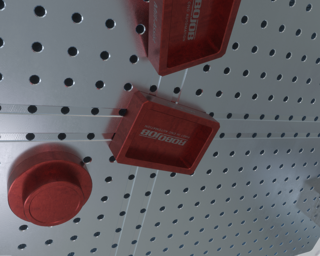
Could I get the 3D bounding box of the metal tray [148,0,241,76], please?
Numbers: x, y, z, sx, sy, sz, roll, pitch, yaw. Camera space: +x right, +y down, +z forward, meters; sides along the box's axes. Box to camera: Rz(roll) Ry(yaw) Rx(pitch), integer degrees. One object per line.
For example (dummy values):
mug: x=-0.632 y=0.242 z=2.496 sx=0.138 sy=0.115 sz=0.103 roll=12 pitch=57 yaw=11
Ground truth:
metal tray: x=0.036 y=-0.119 z=0.321 sx=0.091 sy=0.030 sz=0.129 roll=-21 pitch=150 yaw=-16

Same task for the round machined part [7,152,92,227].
round machined part: x=-0.131 y=0.081 z=0.378 sx=0.099 sy=0.042 sz=0.097 roll=-14 pitch=124 yaw=-21

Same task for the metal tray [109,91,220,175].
metal tray: x=0.009 y=0.012 z=0.419 sx=0.131 sy=0.030 sz=0.089 roll=15 pitch=111 yaw=-35

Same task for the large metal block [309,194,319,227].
large metal block: x=0.421 y=0.196 z=0.746 sx=0.081 sy=0.050 sz=0.079 roll=-10 pitch=123 yaw=-23
